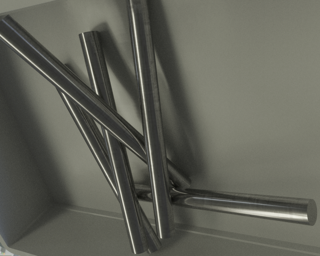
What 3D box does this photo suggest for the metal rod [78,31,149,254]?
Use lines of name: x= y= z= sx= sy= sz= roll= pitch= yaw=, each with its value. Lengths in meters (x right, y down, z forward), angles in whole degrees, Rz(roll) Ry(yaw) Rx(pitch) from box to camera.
metal rod: x=-0.058 y=0.026 z=0.410 sx=0.025 sy=0.025 sz=0.298 roll=-6 pitch=102 yaw=31

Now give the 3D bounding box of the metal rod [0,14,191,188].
metal rod: x=-0.062 y=-0.011 z=0.375 sx=0.025 sy=0.025 sz=0.300 roll=-24 pitch=124 yaw=37

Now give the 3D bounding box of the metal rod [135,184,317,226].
metal rod: x=0.040 y=0.091 z=0.400 sx=0.300 sy=0.025 sz=0.025 roll=-6 pitch=116 yaw=45

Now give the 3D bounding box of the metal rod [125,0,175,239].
metal rod: x=-0.009 y=-0.003 z=0.373 sx=0.025 sy=0.025 sz=0.298 roll=1 pitch=107 yaw=27

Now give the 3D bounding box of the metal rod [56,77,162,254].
metal rod: x=-0.078 y=0.047 z=0.447 sx=0.025 sy=0.025 sz=0.299 roll=-24 pitch=96 yaw=36
